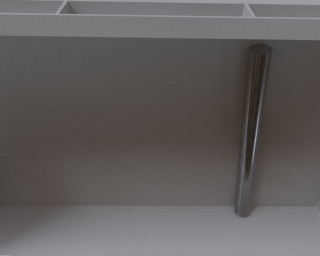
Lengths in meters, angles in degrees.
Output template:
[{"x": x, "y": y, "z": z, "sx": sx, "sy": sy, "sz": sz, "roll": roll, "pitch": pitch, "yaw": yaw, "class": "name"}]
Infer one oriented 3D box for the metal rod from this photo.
[{"x": 0.124, "y": 0.027, "z": 0.432, "sx": 0.025, "sy": 0.025, "sz": 0.298, "roll": -5, "pitch": 130, "yaw": 4, "class": "metal rod"}]
